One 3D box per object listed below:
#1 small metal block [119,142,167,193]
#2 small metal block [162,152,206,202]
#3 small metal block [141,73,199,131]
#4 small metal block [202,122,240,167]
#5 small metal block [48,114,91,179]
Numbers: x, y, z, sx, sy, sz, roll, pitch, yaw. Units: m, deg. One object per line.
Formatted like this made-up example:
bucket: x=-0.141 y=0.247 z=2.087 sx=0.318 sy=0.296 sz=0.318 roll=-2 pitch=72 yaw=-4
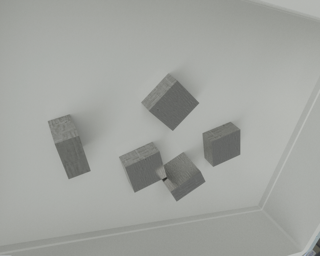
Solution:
small metal block: x=-0.023 y=0.054 z=0.430 sx=0.050 sy=0.025 sz=0.050 roll=-24 pitch=127 yaw=-14
small metal block: x=0.029 y=0.070 z=0.452 sx=0.050 sy=0.050 sz=0.025 roll=-33 pitch=129 yaw=-7
small metal block: x=0.014 y=-0.032 z=0.396 sx=0.050 sy=0.025 sz=0.050 roll=-47 pitch=129 yaw=5
small metal block: x=0.095 y=0.025 z=0.476 sx=0.050 sy=0.025 sz=0.050 roll=-22 pitch=127 yaw=-16
small metal block: x=-0.102 y=0.020 z=0.349 sx=0.025 sy=0.050 sz=0.050 roll=-20 pitch=126 yaw=-17
